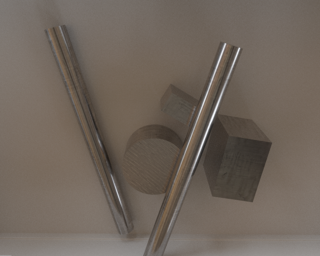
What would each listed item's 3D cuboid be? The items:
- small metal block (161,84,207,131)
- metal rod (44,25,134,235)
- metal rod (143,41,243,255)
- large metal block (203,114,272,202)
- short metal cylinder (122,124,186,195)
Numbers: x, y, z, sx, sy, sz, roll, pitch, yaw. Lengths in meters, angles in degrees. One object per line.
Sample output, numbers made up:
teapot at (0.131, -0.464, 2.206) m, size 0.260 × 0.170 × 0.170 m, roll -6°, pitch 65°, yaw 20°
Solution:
small metal block at (0.029, -0.027, 0.388) m, size 0.050 × 0.050 × 0.025 m, roll 29°, pitch 107°, yaw -11°
metal rod at (-0.088, 0.017, 0.416) m, size 0.025 × 0.025 × 0.298 m, roll -13°, pitch 110°, yaw 4°
metal rod at (0.032, 0.046, 0.375) m, size 0.025 × 0.025 × 0.298 m, roll 16°, pitch 109°, yaw -6°
large metal block at (0.094, 0.035, 0.396) m, size 0.050 × 0.080 × 0.079 m, roll 9°, pitch 110°, yaw -4°
short metal cylinder at (-0.007, 0.041, 0.413) m, size 0.081 × 0.050 × 0.079 m, roll 0°, pitch 110°, yaw -1°
